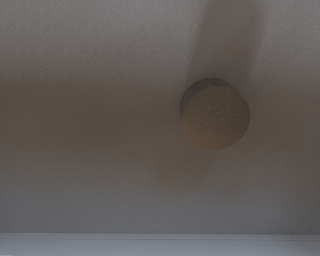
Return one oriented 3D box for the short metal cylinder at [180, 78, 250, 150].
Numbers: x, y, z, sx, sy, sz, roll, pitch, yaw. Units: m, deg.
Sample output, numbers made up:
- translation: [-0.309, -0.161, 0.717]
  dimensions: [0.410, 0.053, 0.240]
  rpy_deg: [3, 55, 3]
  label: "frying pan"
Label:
- translation: [0.067, -0.019, 0.392]
  dimensions: [0.081, 0.050, 0.079]
  rpy_deg: [0, 110, -1]
  label: "short metal cylinder"
